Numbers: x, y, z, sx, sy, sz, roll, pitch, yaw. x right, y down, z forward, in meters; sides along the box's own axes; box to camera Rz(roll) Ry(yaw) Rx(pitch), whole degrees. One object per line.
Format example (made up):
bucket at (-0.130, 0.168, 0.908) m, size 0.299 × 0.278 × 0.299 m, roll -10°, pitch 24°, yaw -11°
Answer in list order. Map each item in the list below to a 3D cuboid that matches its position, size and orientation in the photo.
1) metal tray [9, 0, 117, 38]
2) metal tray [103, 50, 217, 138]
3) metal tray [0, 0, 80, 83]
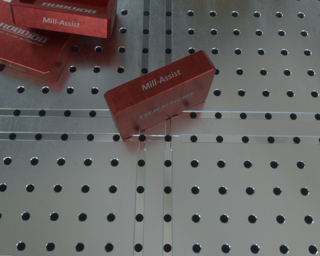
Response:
metal tray at (-0.131, -0.173, 0.443) m, size 0.131 × 0.030 × 0.090 m, roll 6°, pitch 46°, yaw -6°
metal tray at (0.001, -0.039, 0.391) m, size 0.131 × 0.090 × 0.030 m, roll -26°, pitch 72°, yaw -9°
metal tray at (-0.197, -0.128, 0.453) m, size 0.131 × 0.030 × 0.090 m, roll 19°, pitch 71°, yaw 6°
